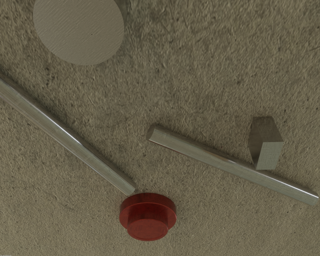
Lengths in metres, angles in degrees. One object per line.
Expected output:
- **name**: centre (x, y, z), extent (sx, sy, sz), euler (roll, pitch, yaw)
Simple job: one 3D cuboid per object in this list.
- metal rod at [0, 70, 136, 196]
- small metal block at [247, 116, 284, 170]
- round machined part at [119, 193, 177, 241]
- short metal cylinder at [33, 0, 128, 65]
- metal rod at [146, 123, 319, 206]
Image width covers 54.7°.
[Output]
- **metal rod**: centre (-0.135, 0.003, 0.407), extent (0.025, 0.025, 0.300), euler (-29, 125, 22)
- **small metal block**: centre (0.138, 0.020, 0.410), extent (0.025, 0.050, 0.050), euler (-1, 130, 1)
- **round machined part**: centre (-0.021, 0.158, 0.530), extent (0.099, 0.042, 0.097), euler (-1, 130, 0)
- **short metal cylinder**: centre (-0.073, -0.108, 0.298), extent (0.081, 0.050, 0.079), euler (0, 130, 0)
- **metal rod**: centre (0.119, 0.060, 0.460), extent (0.302, 0.025, 0.025), euler (23, 126, -19)
